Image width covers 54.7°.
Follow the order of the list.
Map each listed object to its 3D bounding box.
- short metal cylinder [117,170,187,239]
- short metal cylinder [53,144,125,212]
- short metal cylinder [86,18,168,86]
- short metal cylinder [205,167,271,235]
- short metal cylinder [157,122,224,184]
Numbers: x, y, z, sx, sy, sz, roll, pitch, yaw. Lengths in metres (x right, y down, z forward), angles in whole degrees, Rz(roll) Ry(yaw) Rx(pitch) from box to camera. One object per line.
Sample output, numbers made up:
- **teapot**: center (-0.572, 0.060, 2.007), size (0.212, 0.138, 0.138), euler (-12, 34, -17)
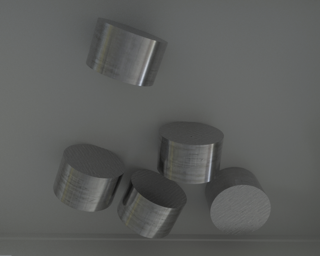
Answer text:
- **short metal cylinder**: center (-0.011, 0.101, 0.419), size (0.080, 0.080, 0.050), euler (22, 109, -8)
- **short metal cylinder**: center (-0.092, 0.063, 0.404), size (0.080, 0.080, 0.050), euler (20, 109, -7)
- **short metal cylinder**: center (-0.037, -0.086, 0.350), size (0.080, 0.080, 0.050), euler (18, 109, -7)
- **short metal cylinder**: center (0.107, 0.102, 0.436), size (0.081, 0.050, 0.079), euler (0, 110, 0)
- **short metal cylinder**: center (0.037, 0.029, 0.393), size (0.081, 0.080, 0.050), euler (3, 110, -1)
